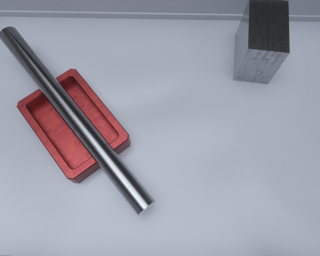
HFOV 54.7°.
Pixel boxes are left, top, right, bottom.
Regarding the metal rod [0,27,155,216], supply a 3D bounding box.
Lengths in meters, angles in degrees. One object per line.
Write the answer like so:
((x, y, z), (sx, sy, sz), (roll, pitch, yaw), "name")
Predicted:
((-0.110, -0.019, 0.382), (0.025, 0.025, 0.300), (-38, 75, -13), "metal rod")

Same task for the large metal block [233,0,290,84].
((0.136, -0.117, 0.425), (0.050, 0.080, 0.080), (7, 70, 2), "large metal block")

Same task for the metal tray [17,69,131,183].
((-0.112, -0.005, 0.407), (0.090, 0.030, 0.130), (-37, 74, -13), "metal tray")
